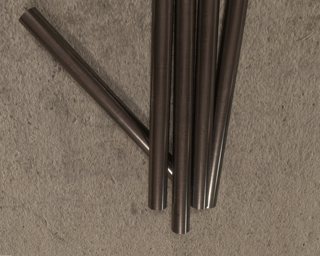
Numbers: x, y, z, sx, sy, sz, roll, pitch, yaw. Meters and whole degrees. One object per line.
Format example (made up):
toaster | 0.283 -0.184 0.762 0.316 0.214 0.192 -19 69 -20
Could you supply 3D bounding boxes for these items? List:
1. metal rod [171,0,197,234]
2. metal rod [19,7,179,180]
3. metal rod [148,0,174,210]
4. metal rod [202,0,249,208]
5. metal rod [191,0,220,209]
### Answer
metal rod | 0.029 -0.006 0.390 0.025 0.025 0.298 0 104 -1
metal rod | -0.057 -0.025 0.399 0.025 0.025 0.300 -39 106 13
metal rod | 0.001 -0.041 0.377 0.025 0.025 0.298 1 104 -1
metal rod | 0.080 -0.030 0.399 0.025 0.025 0.298 4 110 -2
metal rod | 0.055 -0.038 0.385 0.025 0.025 0.298 0 106 -1
